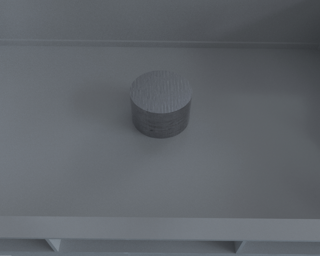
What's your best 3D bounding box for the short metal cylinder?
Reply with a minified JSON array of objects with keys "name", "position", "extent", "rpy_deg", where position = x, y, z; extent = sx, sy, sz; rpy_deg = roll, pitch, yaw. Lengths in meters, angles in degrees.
[{"name":"short metal cylinder","position":[0.001,-0.032,0.416],"extent":[0.081,0.050,0.080],"rpy_deg":[0,50,0]}]
